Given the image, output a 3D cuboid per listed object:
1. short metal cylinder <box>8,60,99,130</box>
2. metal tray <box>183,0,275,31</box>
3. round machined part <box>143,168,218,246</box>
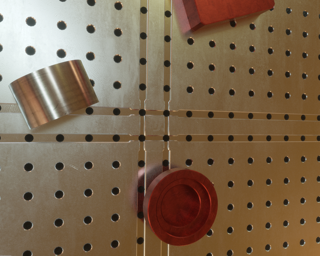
[{"bbox_3d":[-0.115,-0.037,0.341,0.081,0.080,0.050,-25,99,-19],"label":"short metal cylinder"},{"bbox_3d":[0.096,-0.201,0.446,0.131,0.030,0.090,-20,97,-19],"label":"metal tray"},{"bbox_3d":[0.024,0.102,0.414,0.099,0.042,0.097,0,90,-21],"label":"round machined part"}]
